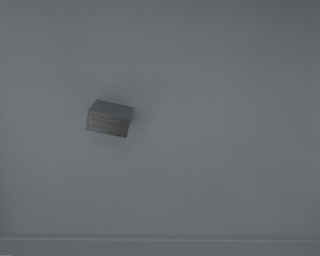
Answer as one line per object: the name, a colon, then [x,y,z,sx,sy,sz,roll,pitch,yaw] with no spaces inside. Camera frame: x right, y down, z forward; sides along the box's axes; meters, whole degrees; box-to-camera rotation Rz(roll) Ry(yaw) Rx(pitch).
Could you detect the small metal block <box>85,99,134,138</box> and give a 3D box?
small metal block: [-0.062,-0.013,0.393,0.050,0.050,0.025,12,110,-5]
